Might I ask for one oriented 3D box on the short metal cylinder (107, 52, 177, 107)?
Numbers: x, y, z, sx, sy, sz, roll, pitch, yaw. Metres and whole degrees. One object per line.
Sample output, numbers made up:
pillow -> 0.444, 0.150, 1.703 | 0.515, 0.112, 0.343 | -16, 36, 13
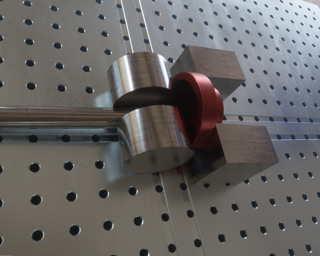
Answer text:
short metal cylinder -> -0.023, -0.050, 0.391 | 0.081, 0.080, 0.050 | 1, 62, -28

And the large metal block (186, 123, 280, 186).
large metal block -> 0.088, 0.036, 0.399 | 0.081, 0.080, 0.050 | 3, 61, -27

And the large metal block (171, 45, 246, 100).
large metal block -> 0.061, -0.069, 0.449 | 0.081, 0.080, 0.050 | 0, 62, -28

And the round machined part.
round machined part -> 0.044, -0.021, 0.397 | 0.042, 0.097, 0.098 | 1, 62, -28

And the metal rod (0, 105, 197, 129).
metal rod -> -0.095, -0.012, 0.349 | 0.303, 0.025, 0.025 | -1, 62, -24

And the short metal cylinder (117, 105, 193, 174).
short metal cylinder -> -0.007, 0.015, 0.359 | 0.081, 0.080, 0.050 | 1, 62, -28
